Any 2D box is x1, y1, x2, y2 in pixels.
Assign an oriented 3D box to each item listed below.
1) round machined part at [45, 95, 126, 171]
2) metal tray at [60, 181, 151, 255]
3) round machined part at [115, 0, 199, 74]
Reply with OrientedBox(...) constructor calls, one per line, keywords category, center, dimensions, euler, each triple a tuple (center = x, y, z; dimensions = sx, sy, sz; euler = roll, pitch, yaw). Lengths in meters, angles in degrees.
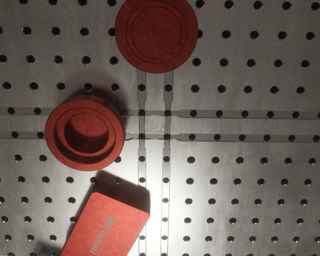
OrientedBox(category="round machined part", center=(-0.094, 0.004, 0.404), dimensions=(0.099, 0.042, 0.097), euler=(0, 110, -1))
OrientedBox(category="metal tray", center=(-0.082, 0.153, 0.466), dimensions=(0.090, 0.030, 0.129), euler=(25, 108, -10))
OrientedBox(category="round machined part", center=(-0.004, -0.112, 0.363), dimensions=(0.099, 0.042, 0.097), euler=(0, 110, -1))
